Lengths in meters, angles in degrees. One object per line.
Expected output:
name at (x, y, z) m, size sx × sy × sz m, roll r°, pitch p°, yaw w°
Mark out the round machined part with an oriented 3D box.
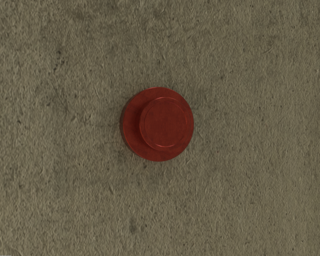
round machined part at (0.000, -0.005, 0.402) m, size 0.099 × 0.042 × 0.097 m, roll 0°, pitch 90°, yaw -21°
